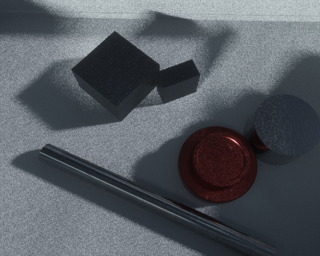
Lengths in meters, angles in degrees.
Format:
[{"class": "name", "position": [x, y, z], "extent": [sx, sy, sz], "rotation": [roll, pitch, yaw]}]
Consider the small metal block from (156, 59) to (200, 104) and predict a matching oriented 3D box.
[{"class": "small metal block", "position": [0.023, -0.062, 0.419], "extent": [0.050, 0.050, 0.025], "rotation": [-21, 72, -8]}]

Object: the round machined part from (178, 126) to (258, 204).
[{"class": "round machined part", "position": [0.073, 0.043, 0.386], "extent": [0.099, 0.042, 0.098], "rotation": [0, 70, -1]}]

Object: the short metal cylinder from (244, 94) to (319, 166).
[{"class": "short metal cylinder", "position": [0.154, 0.004, 0.397], "extent": [0.081, 0.050, 0.080], "rotation": [0, 70, 0]}]

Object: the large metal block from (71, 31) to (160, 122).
[{"class": "large metal block", "position": [-0.057, -0.070, 0.421], "extent": [0.080, 0.050, 0.080], "rotation": [39, 74, 13]}]

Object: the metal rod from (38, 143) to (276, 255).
[{"class": "metal rod", "position": [-0.010, 0.089, 0.376], "extent": [0.301, 0.025, 0.025], "rotation": [23, 72, 7]}]
